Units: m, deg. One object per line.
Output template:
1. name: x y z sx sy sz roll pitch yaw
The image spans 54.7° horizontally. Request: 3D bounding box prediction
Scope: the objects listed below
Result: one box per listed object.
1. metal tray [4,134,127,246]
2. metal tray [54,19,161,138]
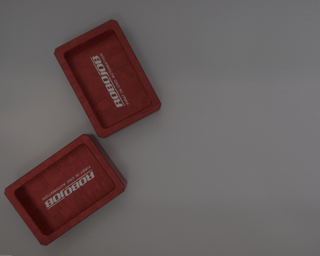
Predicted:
1. metal tray: -0.121 0.079 0.407 0.130 0.030 0.090 -35 90 0
2. metal tray: -0.066 -0.063 0.408 0.090 0.030 0.130 -28 90 0
